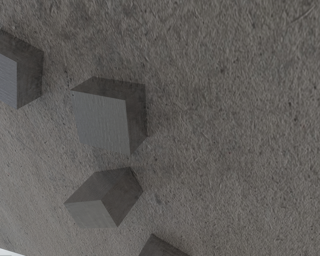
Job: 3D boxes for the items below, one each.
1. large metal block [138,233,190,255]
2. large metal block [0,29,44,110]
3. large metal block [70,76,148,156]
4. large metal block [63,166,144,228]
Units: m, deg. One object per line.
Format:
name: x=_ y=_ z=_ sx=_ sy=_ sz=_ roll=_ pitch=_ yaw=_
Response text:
large metal block: x=0.000 y=0.246 z=0.543 sx=0.080 sy=0.050 sz=0.079 roll=27 pitch=128 yaw=11
large metal block: x=-0.222 y=-0.087 z=0.454 sx=0.080 sy=0.050 sz=0.079 roll=28 pitch=128 yaw=10
large metal block: x=-0.065 y=-0.018 z=0.414 sx=0.080 sy=0.050 sz=0.079 roll=12 pitch=124 yaw=21
large metal block: x=-0.086 y=0.108 z=0.484 sx=0.080 sy=0.080 sz=0.050 roll=-14 pitch=111 yaw=34
